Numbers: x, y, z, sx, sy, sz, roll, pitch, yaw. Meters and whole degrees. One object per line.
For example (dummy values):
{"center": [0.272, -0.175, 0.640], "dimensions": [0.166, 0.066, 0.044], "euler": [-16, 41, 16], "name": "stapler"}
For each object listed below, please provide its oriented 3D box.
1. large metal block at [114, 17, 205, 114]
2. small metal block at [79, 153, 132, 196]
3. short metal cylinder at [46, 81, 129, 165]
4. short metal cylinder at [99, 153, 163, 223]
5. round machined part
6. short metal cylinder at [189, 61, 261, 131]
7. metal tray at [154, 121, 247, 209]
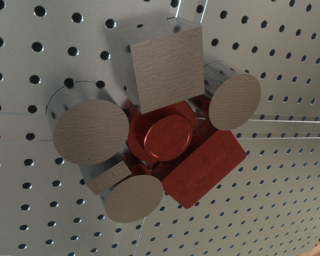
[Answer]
{"center": [0.001, -0.072, 0.351], "dimensions": [0.081, 0.050, 0.079], "euler": [-20, 126, -17], "name": "large metal block"}
{"center": [-0.070, 0.048, 0.385], "dimensions": [0.050, 0.050, 0.025], "euler": [-33, 129, -7], "name": "small metal block"}
{"center": [-0.081, -0.005, 0.346], "dimensions": [0.081, 0.050, 0.079], "euler": [-14, 124, -21], "name": "short metal cylinder"}
{"center": [-0.042, 0.081, 0.421], "dimensions": [0.081, 0.050, 0.079], "euler": [-14, 124, -21], "name": "short metal cylinder"}
{"center": [0.003, 0.004, 0.404], "dimensions": [0.099, 0.042, 0.097], "euler": [-14, 124, -21], "name": "round machined part"}
{"center": [0.086, -0.043, 0.414], "dimensions": [0.081, 0.050, 0.079], "euler": [-14, 124, -21], "name": "short metal cylinder"}
{"center": [0.062, 0.055, 0.475], "dimensions": [0.130, 0.030, 0.090], "euler": [-42, 129, 0], "name": "metal tray"}
